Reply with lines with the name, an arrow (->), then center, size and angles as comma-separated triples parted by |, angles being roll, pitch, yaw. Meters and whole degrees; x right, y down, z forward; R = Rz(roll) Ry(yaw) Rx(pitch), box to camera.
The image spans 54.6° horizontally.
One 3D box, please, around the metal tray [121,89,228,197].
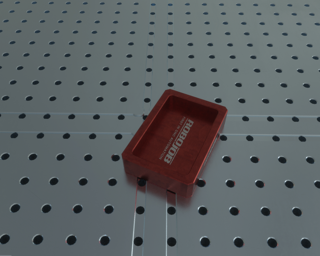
metal tray -> 0.022, 0.013, 0.393 | 0.090, 0.030, 0.130 | 20, 53, 16
